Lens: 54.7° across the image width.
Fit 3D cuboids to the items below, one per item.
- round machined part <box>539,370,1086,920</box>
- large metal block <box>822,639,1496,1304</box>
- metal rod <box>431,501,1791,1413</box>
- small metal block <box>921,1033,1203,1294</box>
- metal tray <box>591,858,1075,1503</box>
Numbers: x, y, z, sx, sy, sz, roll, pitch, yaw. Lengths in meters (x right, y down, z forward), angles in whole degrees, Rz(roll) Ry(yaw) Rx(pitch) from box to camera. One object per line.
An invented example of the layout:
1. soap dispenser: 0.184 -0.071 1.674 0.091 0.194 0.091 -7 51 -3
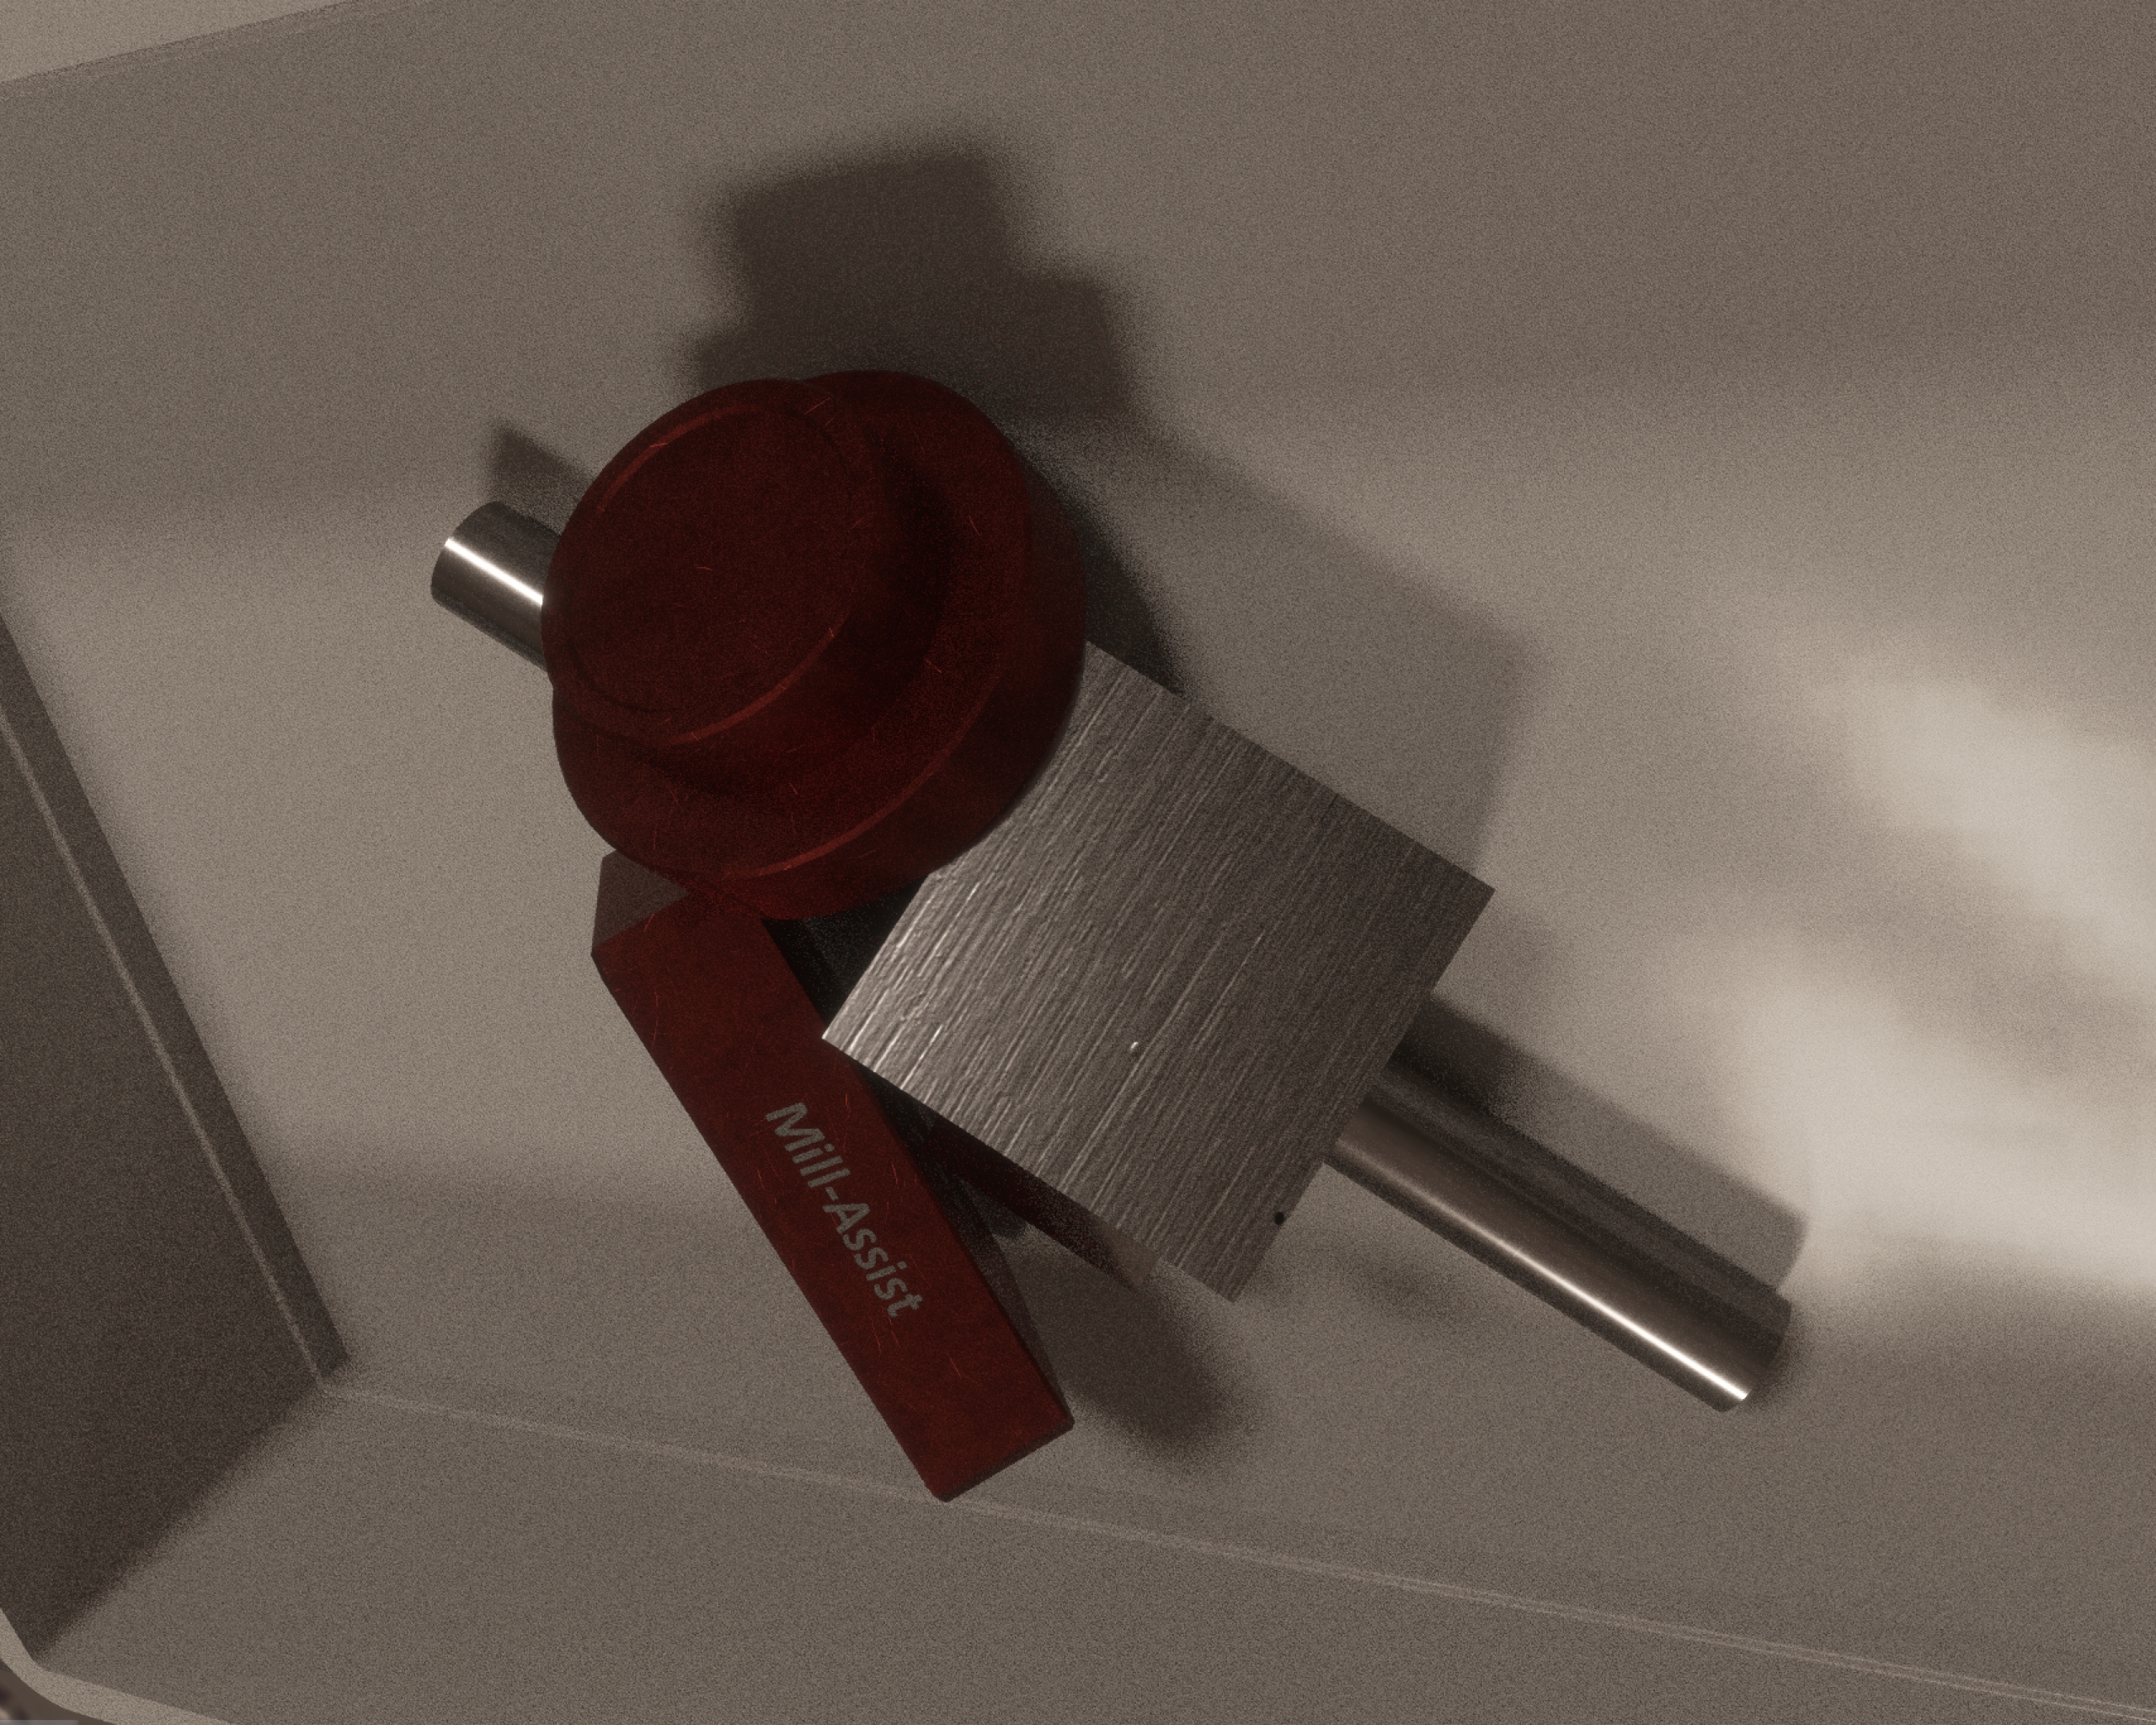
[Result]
1. round machined part: -0.052 -0.043 0.356 0.098 0.098 0.042 -2 158 28
2. large metal block: 0.015 0.020 0.368 0.080 0.050 0.080 32 86 7
3. metal rod: 0.002 0.015 0.414 0.301 0.025 0.025 32 128 7
4. small metal block: 0.005 0.049 0.417 0.050 0.050 0.025 33 129 6
5. metal tray: -0.051 0.055 0.426 0.030 0.090 0.130 -30 106 -4
